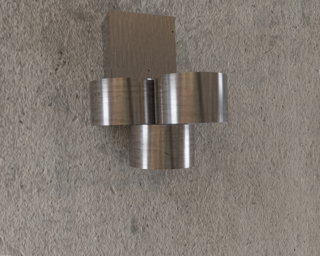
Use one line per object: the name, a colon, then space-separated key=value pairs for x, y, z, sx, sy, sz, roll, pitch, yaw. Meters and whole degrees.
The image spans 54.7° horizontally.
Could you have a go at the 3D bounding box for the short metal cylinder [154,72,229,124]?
short metal cylinder: x=0.034 y=-0.030 z=0.341 sx=0.081 sy=0.080 sz=0.050 roll=-2 pitch=91 yaw=-20

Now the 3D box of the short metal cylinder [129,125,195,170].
short metal cylinder: x=0.002 y=0.021 z=0.383 sx=0.081 sy=0.080 sz=0.050 roll=0 pitch=90 yaw=-20

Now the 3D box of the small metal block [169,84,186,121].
small metal block: x=0.014 y=-0.030 z=0.405 sx=0.025 sy=0.050 sz=0.050 roll=1 pitch=90 yaw=-20

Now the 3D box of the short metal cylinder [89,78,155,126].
short metal cylinder: x=-0.041 y=-0.029 z=0.366 sx=0.081 sy=0.080 sz=0.050 roll=-2 pitch=91 yaw=-20

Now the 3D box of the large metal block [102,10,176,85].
large metal block: x=-0.027 y=-0.095 z=0.388 sx=0.081 sy=0.050 sz=0.080 roll=-2 pitch=91 yaw=-20
